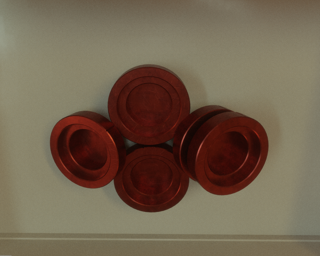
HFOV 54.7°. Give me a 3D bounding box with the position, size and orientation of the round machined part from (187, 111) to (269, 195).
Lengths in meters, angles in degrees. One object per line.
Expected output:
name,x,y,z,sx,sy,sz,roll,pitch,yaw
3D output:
round machined part,0.076,0.027,0.370,0.099,0.042,0.097,-8,112,-21

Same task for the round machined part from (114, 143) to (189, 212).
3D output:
round machined part,-0.011,0.062,0.422,0.099,0.042,0.097,0,110,0

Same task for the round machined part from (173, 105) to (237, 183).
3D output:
round machined part,0.061,0.017,0.396,0.099,0.042,0.097,-8,111,-21

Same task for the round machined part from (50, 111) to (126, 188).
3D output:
round machined part,-0.087,0.024,0.398,0.098,0.042,0.097,7,111,19

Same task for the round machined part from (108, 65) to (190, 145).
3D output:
round machined part,-0.013,-0.031,0.388,0.099,0.042,0.097,0,110,0
